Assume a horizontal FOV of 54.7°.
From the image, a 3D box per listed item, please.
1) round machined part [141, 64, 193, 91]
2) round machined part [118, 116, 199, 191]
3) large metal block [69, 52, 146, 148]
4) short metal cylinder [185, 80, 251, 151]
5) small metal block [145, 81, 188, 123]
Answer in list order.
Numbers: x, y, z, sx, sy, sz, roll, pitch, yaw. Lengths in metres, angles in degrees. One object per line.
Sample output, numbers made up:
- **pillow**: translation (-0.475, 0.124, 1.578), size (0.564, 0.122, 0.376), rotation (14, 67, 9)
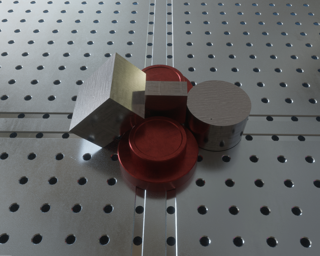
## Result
- **round machined part**: translation (0.000, -0.053, 0.441), size (0.099, 0.042, 0.098), rotation (0, 50, 0)
- **round machined part**: translation (-0.002, 0.024, 0.377), size (0.099, 0.042, 0.098), rotation (0, 50, 0)
- **large metal block**: translation (-0.064, -0.034, 0.392), size (0.050, 0.080, 0.080), rotation (32, 40, -33)
- **short metal cylinder**: translation (0.073, -0.017, 0.405), size (0.080, 0.050, 0.080), rotation (0, 50, 0)
- **small metal block**: translation (0.008, -0.032, 0.389), size (0.050, 0.050, 0.025), rotation (1, 50, 1)
